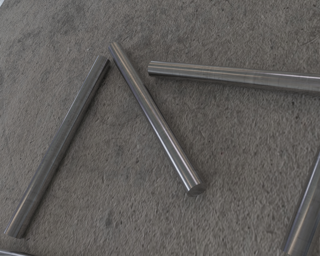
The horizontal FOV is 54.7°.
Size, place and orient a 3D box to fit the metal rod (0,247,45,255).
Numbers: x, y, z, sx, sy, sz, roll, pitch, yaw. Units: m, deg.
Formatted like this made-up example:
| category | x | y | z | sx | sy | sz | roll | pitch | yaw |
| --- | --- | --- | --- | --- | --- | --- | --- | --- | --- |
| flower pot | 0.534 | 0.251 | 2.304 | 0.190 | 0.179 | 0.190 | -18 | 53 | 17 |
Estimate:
| category | x | y | z | sx | sy | sz | roll | pitch | yaw |
| --- | --- | --- | --- | --- | --- | --- | --- | --- | --- |
| metal rod | -0.157 | 0.169 | 0.382 | 0.300 | 0.025 | 0.025 | -3 | 61 | 26 |

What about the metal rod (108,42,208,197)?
| category | x | y | z | sx | sy | sz | roll | pitch | yaw |
| --- | --- | --- | --- | --- | --- | --- | --- | --- | --- |
| metal rod | -0.017 | -0.033 | 0.433 | 0.025 | 0.025 | 0.300 | -34 | 51 | 6 |

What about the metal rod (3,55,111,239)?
| category | x | y | z | sx | sy | sz | roll | pitch | yaw |
| --- | --- | --- | --- | --- | --- | --- | --- | --- | --- |
| metal rod | -0.147 | 0.016 | 0.471 | 0.025 | 0.025 | 0.300 | 9 | 66 | 32 |

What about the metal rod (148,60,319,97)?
| category | x | y | z | sx | sy | sz | roll | pitch | yaw |
| --- | --- | --- | --- | --- | --- | --- | --- | --- | --- |
| metal rod | 0.112 | -0.061 | 0.382 | 0.300 | 0.025 | 0.025 | 13 | 68 | 33 |

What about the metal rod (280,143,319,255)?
| category | x | y | z | sx | sy | sz | roll | pitch | yaw |
| --- | --- | --- | --- | --- | --- | --- | --- | --- | --- |
| metal rod | 0.181 | -0.022 | 0.294 | 0.025 | 0.025 | 0.299 | 19 | 80 | 35 |
